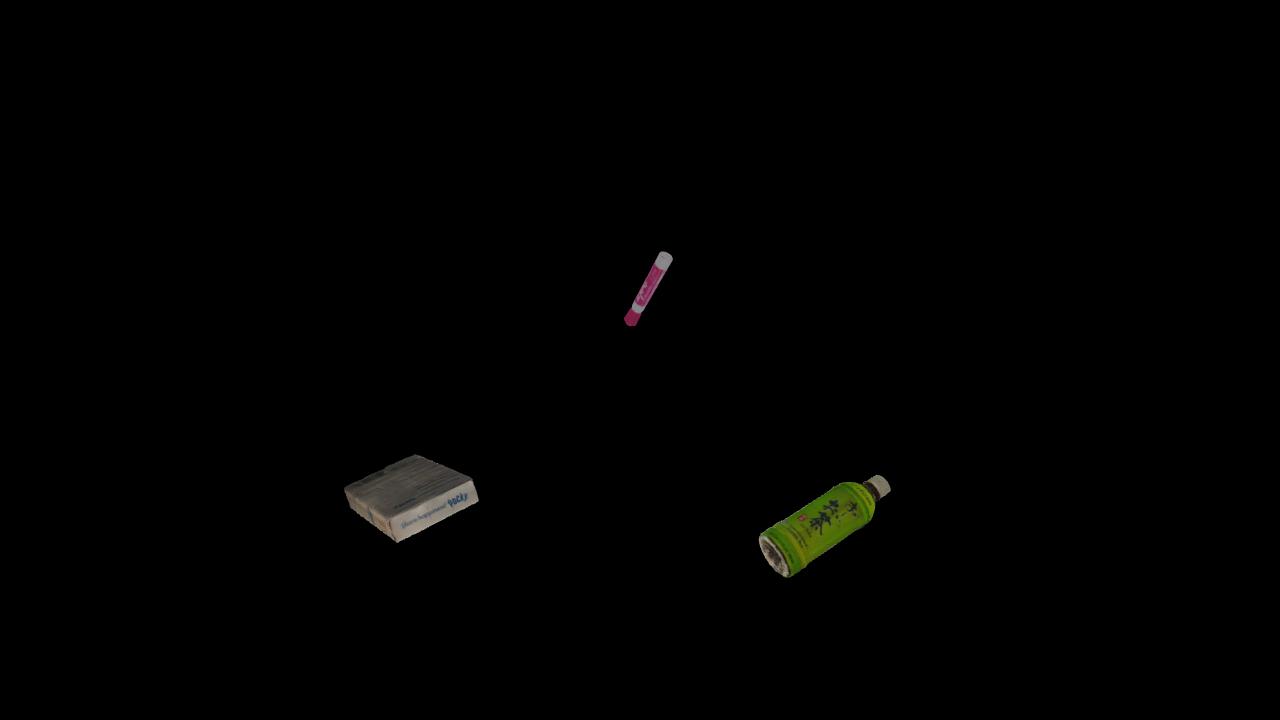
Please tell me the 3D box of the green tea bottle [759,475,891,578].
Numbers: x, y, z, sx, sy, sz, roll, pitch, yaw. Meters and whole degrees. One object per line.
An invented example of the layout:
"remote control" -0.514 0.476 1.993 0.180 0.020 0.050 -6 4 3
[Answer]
"green tea bottle" 0.273 0.230 0.887 0.212 0.073 0.073 -25 9 -19

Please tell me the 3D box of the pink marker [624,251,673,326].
"pink marker" 0.009 -0.088 0.792 0.020 0.020 0.121 0 -41 -31

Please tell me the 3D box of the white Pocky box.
"white Pocky box" -0.231 0.132 0.612 0.084 0.028 0.154 -24 16 -36
